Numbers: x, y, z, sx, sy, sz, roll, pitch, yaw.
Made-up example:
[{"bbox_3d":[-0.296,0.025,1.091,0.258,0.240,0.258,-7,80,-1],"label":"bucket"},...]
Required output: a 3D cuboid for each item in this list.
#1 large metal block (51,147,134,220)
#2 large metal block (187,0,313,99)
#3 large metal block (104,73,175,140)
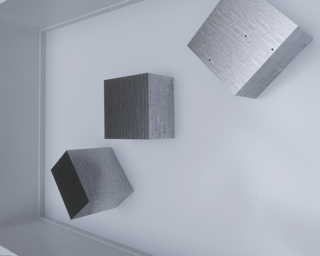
[{"bbox_3d":[-0.097,0.077,0.449,0.050,0.081,0.080,-45,63,30],"label":"large metal block"},{"bbox_3d":[0.089,-0.088,0.316,0.080,0.050,0.080,-51,60,27],"label":"large metal block"},{"bbox_3d":[-0.028,-0.026,0.412,0.080,0.050,0.079,-1,89,39],"label":"large metal block"}]
